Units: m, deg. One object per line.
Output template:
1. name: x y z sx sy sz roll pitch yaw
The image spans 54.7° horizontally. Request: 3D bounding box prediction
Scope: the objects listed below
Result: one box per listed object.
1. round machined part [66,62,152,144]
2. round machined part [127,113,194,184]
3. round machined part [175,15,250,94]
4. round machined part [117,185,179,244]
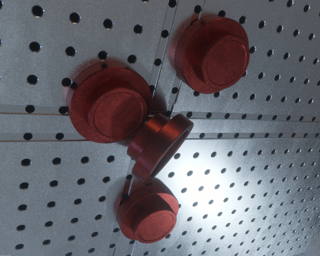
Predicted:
1. round machined part: -0.054 -0.023 0.358 0.099 0.042 0.097 -14 125 -21
2. round machined part: -0.004 0.020 0.391 0.098 0.042 0.098 -49 169 -13
3. round machined part: 0.072 -0.087 0.387 0.099 0.042 0.097 -14 125 -21
4. round machined part: -0.014 0.140 0.481 0.099 0.042 0.097 -14 125 -21
